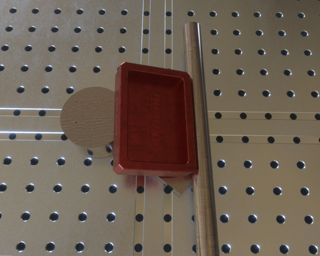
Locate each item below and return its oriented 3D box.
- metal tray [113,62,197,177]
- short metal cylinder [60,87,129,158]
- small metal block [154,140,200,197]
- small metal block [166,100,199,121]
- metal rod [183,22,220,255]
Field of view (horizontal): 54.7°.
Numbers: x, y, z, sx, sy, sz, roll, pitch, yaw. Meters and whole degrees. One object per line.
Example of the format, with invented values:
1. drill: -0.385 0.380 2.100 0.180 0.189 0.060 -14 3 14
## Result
1. metal tray: -0.007 -0.010 0.370 0.091 0.030 0.130 6 69 -19
2. short metal cylinder: -0.081 -0.006 0.399 0.081 0.050 0.080 0 70 0
3. small metal block: 0.022 0.051 0.392 0.050 0.025 0.050 37 74 12
4. small metal block: 0.032 -0.031 0.424 0.050 0.025 0.050 -14 71 -6
5. metal rod: 0.048 -0.001 0.386 0.025 0.025 0.299 -1 70 -1
